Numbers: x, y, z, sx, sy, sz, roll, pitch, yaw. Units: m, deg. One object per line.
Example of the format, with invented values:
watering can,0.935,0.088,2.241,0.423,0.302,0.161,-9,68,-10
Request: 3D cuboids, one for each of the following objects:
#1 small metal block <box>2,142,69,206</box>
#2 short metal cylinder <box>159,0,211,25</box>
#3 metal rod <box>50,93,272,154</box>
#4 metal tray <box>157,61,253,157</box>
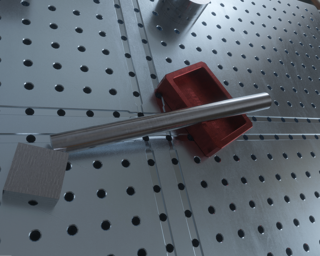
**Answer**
small metal block,-0.124,0.047,0.313,0.050,0.025,0.050,16,55,-20
short metal cylinder,0.046,-0.235,0.562,0.081,0.050,0.080,14,56,-21
metal rod,0.019,-0.010,0.395,0.303,0.025,0.025,-12,68,-23
metal tray,0.068,-0.032,0.462,0.091,0.030,0.130,-28,77,-38
